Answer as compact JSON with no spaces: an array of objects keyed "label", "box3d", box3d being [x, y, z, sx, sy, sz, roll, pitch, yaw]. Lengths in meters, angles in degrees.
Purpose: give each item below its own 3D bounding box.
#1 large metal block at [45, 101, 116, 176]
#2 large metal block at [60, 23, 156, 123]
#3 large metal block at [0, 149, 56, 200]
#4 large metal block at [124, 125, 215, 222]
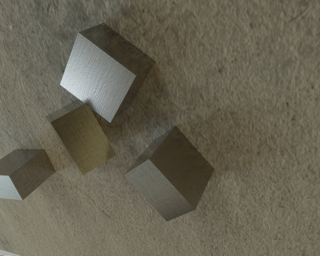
[{"label":"large metal block","box3d":[-0.112,0.010,0.430,0.080,0.050,0.080,15,135,64]},{"label":"large metal block","box3d":[-0.065,-0.067,0.382,0.080,0.050,0.080,37,129,2]},{"label":"large metal block","box3d":[-0.251,0.080,0.550,0.080,0.080,0.050,-3,117,29]},{"label":"large metal block","box3d":[0.015,0.057,0.397,0.080,0.080,0.050,49,129,-6]}]
